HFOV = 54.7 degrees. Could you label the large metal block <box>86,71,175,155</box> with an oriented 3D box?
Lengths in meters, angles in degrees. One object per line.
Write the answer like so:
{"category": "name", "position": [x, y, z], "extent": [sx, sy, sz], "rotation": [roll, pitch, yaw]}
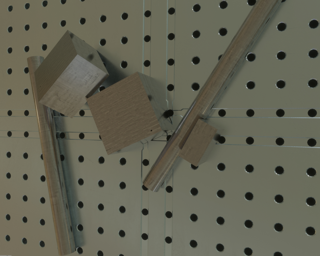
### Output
{"category": "large metal block", "position": [-0.039, -0.018, 0.413], "extent": [0.080, 0.050, 0.080], "rotation": [-25, 82, 18]}

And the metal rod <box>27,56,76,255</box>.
{"category": "metal rod", "position": [-0.165, 0.039, 0.470], "extent": [0.025, 0.025, 0.298], "rotation": [-12, 86, 19]}

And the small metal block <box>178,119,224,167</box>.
{"category": "small metal block", "position": [0.052, 0.017, 0.381], "extent": [0.025, 0.050, 0.050], "rotation": [31, 100, 17]}

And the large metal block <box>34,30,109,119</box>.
{"category": "large metal block", "position": [-0.123, -0.074, 0.424], "extent": [0.080, 0.050, 0.080], "rotation": [-46, 42, 14]}

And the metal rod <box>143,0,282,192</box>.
{"category": "metal rod", "position": [0.065, -0.046, 0.389], "extent": [0.025, 0.025, 0.299], "rotation": [35, 101, 16]}
